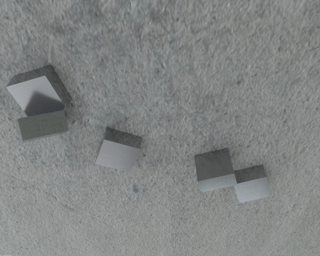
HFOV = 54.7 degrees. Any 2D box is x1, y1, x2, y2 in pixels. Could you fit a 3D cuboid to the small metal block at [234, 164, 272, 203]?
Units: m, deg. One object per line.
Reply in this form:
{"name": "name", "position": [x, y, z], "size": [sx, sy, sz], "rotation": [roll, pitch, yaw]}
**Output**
{"name": "small metal block", "position": [0.142, 0.088, 0.484], "size": [0.050, 0.025, 0.050], "rotation": [-16, 129, 13]}

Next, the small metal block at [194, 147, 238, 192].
{"name": "small metal block", "position": [0.079, 0.059, 0.443], "size": [0.050, 0.050, 0.025], "rotation": [-15, 129, 12]}

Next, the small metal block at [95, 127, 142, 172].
{"name": "small metal block", "position": [-0.058, 0.031, 0.433], "size": [0.050, 0.025, 0.050], "rotation": [16, 128, -14]}

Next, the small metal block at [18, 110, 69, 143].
{"name": "small metal block", "position": [-0.142, -0.001, 0.375], "size": [0.050, 0.050, 0.025], "rotation": [-14, 90, -25]}

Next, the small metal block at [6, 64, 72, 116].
{"name": "small metal block", "position": [-0.143, -0.042, 0.369], "size": [0.050, 0.025, 0.050], "rotation": [-14, 129, 11]}
